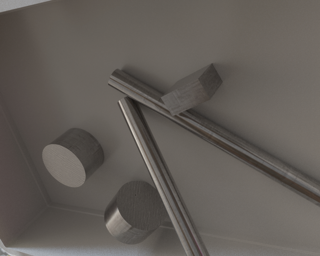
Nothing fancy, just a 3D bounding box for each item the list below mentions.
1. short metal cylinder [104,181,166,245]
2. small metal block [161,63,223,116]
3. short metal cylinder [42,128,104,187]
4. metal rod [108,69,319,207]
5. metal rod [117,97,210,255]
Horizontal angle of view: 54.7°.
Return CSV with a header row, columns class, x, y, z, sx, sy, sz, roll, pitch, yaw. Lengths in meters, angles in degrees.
class,x,y,z,sx,sy,sz,roll,pitch,yaw
short metal cylinder,-0.037,0.128,0.470,0.080,0.080,0.050,38,129,2
small metal block,0.036,-0.043,0.346,0.050,0.050,0.025,-23,106,36
short metal cylinder,-0.137,0.047,0.491,0.080,0.050,0.079,13,124,20
metal rod,0.069,0.010,0.377,0.301,0.025,0.025,30,128,8
metal rod,0.018,0.095,0.379,0.025,0.025,0.299,-35,74,38
